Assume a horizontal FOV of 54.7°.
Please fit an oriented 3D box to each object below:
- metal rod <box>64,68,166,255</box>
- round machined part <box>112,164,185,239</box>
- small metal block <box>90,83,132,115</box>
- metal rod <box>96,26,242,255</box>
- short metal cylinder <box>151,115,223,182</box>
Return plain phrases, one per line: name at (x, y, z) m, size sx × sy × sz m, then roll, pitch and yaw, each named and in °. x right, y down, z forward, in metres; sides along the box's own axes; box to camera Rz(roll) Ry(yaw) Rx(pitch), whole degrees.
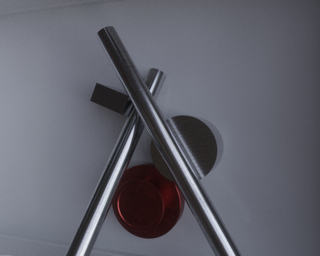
metal rod at (-0.057, 0.059, 0.364) m, size 0.025 × 0.025 × 0.300 m, roll 15°, pitch 70°, yaw 19°
round machined part at (-0.020, 0.097, 0.408) m, size 0.098 × 0.042 × 0.097 m, roll 0°, pitch 90°, yaw 19°
small metal block at (-0.056, -0.037, 0.416) m, size 0.050 × 0.050 × 0.025 m, roll 23°, pitch 98°, yaw 18°
metal rod at (0.005, 0.012, 0.354) m, size 0.025 × 0.025 × 0.299 m, roll -32°, pitch 80°, yaw 17°
short metal cylinder at (0.035, 0.025, 0.384) m, size 0.080 × 0.050 × 0.079 m, roll 0°, pitch 90°, yaw 19°
